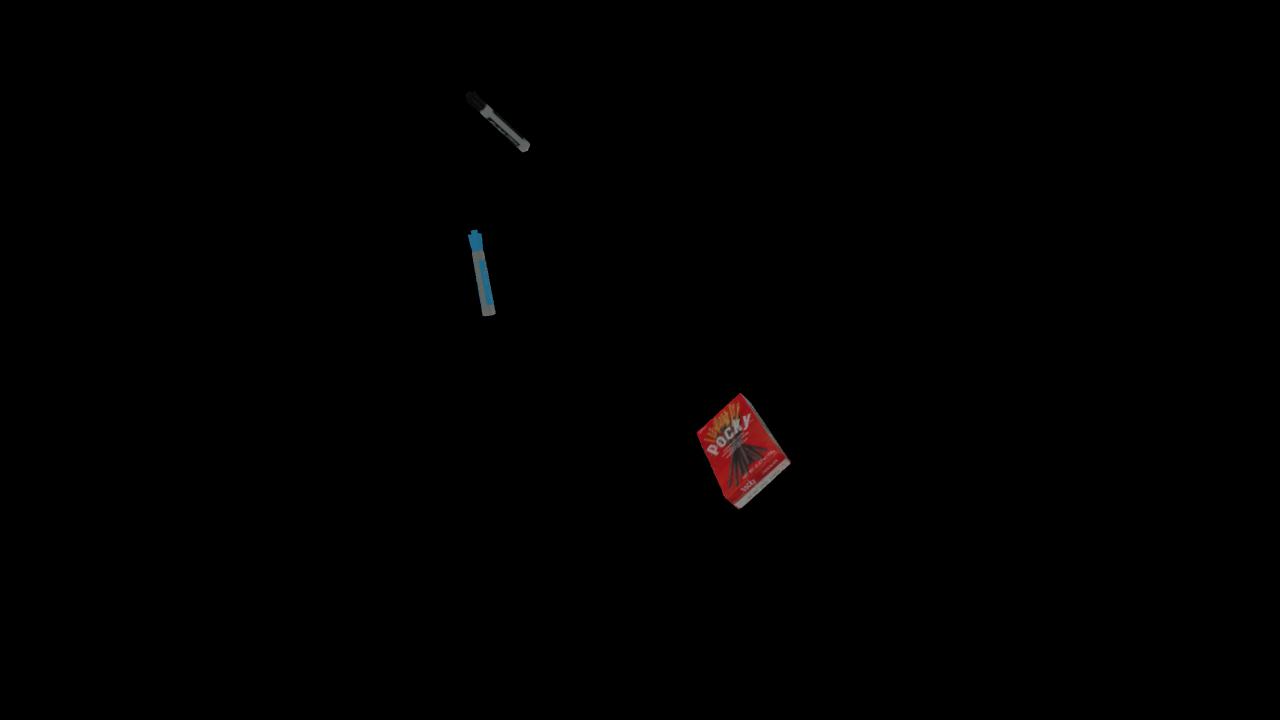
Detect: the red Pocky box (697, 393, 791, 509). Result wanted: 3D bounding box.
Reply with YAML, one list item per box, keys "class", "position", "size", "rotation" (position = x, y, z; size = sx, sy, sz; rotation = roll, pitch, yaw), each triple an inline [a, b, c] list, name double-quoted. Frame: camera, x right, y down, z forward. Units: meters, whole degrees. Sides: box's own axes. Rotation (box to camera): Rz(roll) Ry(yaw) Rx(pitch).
- class: "red Pocky box"
  position: [0.120, 0.105, 0.745]
  size: [0.028, 0.083, 0.155]
  rotation: [40, 11, -20]

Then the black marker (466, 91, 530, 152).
- class: "black marker"
  position: [-0.213, -0.357, 0.924]
  size: [0.020, 0.020, 0.121]
  rotation: [0, -23, 37]

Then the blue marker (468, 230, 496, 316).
- class: "blue marker"
  position: [-0.224, -0.123, 0.870]
  size: [0.020, 0.121, 0.020]
  rotation: [-6, 16, 2]
